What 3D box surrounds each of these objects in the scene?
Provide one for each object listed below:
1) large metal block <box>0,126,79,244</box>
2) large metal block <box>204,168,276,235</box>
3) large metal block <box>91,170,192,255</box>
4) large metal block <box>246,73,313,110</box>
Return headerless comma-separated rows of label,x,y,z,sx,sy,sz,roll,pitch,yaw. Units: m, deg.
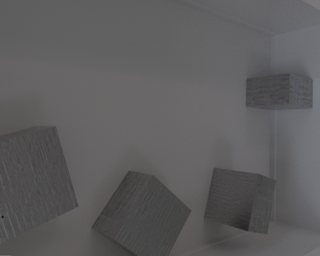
large metal block,-0.131,0.047,0.280,0.081,0.050,0.080,-21,103,-38
large metal block,0.121,0.109,0.472,0.050,0.080,0.080,23,76,-38
large metal block,-0.020,0.110,0.374,0.080,0.050,0.080,48,62,-30
large metal block,0.210,-0.061,0.546,0.081,0.080,0.050,3,88,-40
